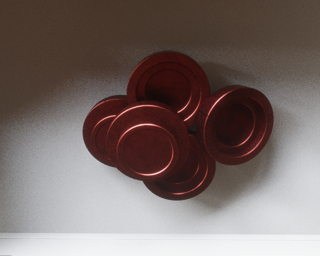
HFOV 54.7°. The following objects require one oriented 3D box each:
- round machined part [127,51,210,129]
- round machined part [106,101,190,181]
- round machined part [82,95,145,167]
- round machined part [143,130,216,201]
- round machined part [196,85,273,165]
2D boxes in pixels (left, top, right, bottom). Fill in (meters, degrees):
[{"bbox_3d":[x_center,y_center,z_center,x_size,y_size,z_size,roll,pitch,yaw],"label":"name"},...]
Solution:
[{"bbox_3d":[0.010,-0.046,0.384,0.099,0.042,0.097,0,110,-1],"label":"round machined part"},{"bbox_3d":[-0.014,0.020,0.361,0.099,0.042,0.097,0,110,-1],"label":"round machined part"},{"bbox_3d":[-0.051,0.009,0.401,0.099,0.042,0.097,0,110,-1],"label":"round machined part"},{"bbox_3d":[0.023,0.045,0.417,0.099,0.042,0.097,0,110,-1],"label":"round machined part"},{"bbox_3d":[0.088,-0.006,0.388,0.099,0.042,0.097,-7,109,-20],"label":"round machined part"}]
